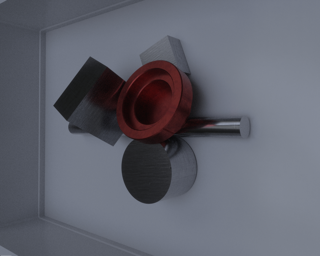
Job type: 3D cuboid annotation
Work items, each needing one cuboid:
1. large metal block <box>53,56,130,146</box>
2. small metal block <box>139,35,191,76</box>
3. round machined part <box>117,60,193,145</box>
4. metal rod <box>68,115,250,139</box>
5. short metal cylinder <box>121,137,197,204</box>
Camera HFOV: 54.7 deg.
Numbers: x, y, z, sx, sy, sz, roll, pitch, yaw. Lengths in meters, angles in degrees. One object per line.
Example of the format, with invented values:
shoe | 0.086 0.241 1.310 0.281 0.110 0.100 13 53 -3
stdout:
large metal block | -0.077 -0.034 0.411 0.080 0.080 0.050 -54 44 0
small metal block | 0.006 -0.082 0.399 0.050 0.025 0.050 -26 74 36
round machined part | -0.002 -0.027 0.369 0.098 0.042 0.098 -16 63 34
metal rod | -0.026 -0.001 0.422 0.300 0.025 0.025 0 90 39
short metal cylinder | -0.002 0.050 0.387 0.080 0.050 0.079 0 90 39
